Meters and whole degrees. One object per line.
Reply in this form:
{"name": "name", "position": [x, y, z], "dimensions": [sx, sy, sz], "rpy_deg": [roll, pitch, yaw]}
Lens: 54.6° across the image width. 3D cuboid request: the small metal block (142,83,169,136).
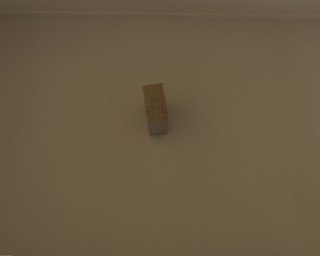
{"name": "small metal block", "position": [-0.006, -0.023, 0.401], "dimensions": [0.025, 0.050, 0.050], "rpy_deg": [-8, 70, -3]}
